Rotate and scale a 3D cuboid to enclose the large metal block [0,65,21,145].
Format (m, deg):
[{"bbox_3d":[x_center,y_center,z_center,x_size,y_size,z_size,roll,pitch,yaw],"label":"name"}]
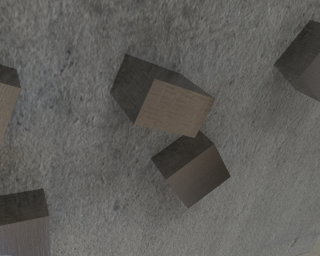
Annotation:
[{"bbox_3d":[-0.182,-0.022,0.278,0.081,0.050,0.080,16,110,-35],"label":"large metal block"}]

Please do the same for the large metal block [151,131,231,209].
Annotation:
[{"bbox_3d":[0.046,0.058,0.454,0.080,0.050,0.080,-36,130,-5],"label":"large metal block"}]

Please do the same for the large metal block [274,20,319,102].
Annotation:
[{"bbox_3d":[0.231,-0.098,0.460,0.080,0.050,0.080,30,101,-38],"label":"large metal block"}]

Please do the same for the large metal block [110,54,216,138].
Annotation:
[{"bbox_3d":[0.000,-0.037,0.350,0.081,0.080,0.050,13,112,-34],"label":"large metal block"}]

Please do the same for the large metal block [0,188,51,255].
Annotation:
[{"bbox_3d":[-0.178,0.126,0.372,0.081,0.050,0.079,-6,121,-26],"label":"large metal block"}]
